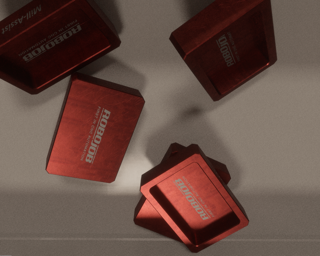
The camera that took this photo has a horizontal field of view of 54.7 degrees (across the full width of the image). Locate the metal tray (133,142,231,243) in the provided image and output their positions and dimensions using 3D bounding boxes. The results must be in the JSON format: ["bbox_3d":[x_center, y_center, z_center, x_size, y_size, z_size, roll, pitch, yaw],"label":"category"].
[{"bbox_3d":[0.029,0.096,0.444,0.090,0.030,0.129,25,108,-9],"label":"metal tray"}]

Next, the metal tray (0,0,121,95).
[{"bbox_3d":[-0.120,-0.093,0.341,0.130,0.090,0.030,-28,68,9],"label":"metal tray"}]

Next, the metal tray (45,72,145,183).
[{"bbox_3d":[-0.084,0.004,0.396,0.091,0.030,0.129,14,110,-23],"label":"metal tray"}]

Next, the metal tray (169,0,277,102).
[{"bbox_3d":[0.075,-0.083,0.332,0.090,0.130,0.030,-34,65,11],"label":"metal tray"}]

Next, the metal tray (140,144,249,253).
[{"bbox_3d":[0.046,0.096,0.412,0.090,0.030,0.130,-33,107,11],"label":"metal tray"}]
